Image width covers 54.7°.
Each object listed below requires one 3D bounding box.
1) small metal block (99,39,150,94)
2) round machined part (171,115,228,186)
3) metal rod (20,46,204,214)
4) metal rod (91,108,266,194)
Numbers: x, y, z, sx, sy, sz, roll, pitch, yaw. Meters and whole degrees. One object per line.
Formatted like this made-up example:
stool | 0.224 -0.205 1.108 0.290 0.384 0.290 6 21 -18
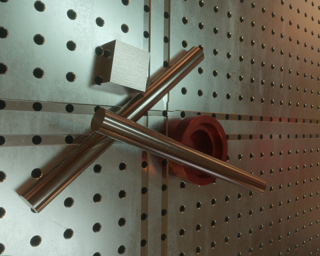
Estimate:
small metal block | -0.042 -0.073 0.375 0.050 0.025 0.050 12 83 -40
round machined part | 0.049 0.030 0.442 0.099 0.042 0.097 0 91 -40
metal rod | -0.037 -0.017 0.380 0.301 0.025 0.025 -45 118 -31
metal rod | 0.048 0.041 0.396 0.302 0.025 0.025 25 75 -38
